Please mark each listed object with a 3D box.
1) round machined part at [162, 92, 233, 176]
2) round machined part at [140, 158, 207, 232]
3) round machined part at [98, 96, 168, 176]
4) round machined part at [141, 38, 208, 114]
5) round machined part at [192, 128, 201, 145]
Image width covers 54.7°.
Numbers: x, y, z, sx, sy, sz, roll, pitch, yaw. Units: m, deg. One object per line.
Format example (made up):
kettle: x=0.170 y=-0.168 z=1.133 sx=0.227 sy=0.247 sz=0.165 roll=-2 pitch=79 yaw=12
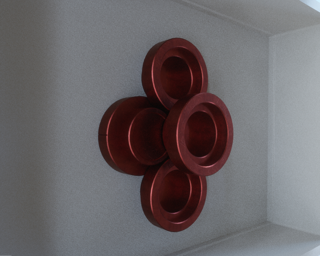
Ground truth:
round machined part: x=0.042 y=0.007 z=0.375 sx=0.099 sy=0.042 sz=0.097 roll=0 pitch=90 yaw=-40
round machined part: x=0.013 y=0.082 z=0.406 sx=0.099 sy=0.042 sz=0.097 roll=0 pitch=90 yaw=-40
round machined part: x=-0.021 y=0.010 z=0.377 sx=0.099 sy=0.042 sz=0.097 roll=0 pitch=90 yaw=-40
round machined part: x=0.015 y=-0.065 z=0.407 sx=0.099 sy=0.042 sz=0.097 roll=0 pitch=90 yaw=-40
round machined part: x=0.055 y=0.013 z=0.441 sx=0.099 sy=0.042 sz=0.097 roll=0 pitch=90 yaw=-40
